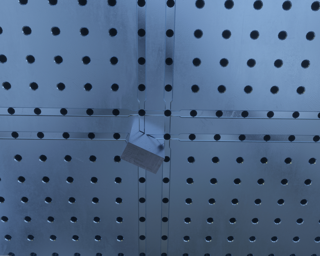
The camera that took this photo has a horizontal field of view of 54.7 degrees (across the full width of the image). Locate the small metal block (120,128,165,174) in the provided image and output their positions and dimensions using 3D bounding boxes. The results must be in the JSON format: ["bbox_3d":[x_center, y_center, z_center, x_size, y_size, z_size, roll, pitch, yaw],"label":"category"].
[{"bbox_3d":[-0.022,0.029,0.411,0.050,0.050,0.025,26,108,-10],"label":"small metal block"}]
